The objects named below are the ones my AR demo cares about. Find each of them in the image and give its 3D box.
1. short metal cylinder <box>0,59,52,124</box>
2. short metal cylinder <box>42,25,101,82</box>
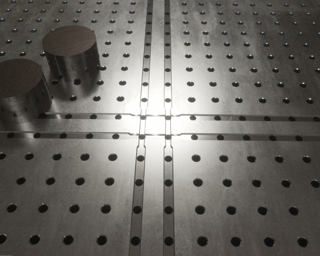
[{"bbox_3d":[-0.199,-0.052,0.433,0.081,0.050,0.080,0,50,0],"label":"short metal cylinder"},{"bbox_3d":[-0.138,-0.118,0.489,0.081,0.050,0.080,0,50,0],"label":"short metal cylinder"}]
